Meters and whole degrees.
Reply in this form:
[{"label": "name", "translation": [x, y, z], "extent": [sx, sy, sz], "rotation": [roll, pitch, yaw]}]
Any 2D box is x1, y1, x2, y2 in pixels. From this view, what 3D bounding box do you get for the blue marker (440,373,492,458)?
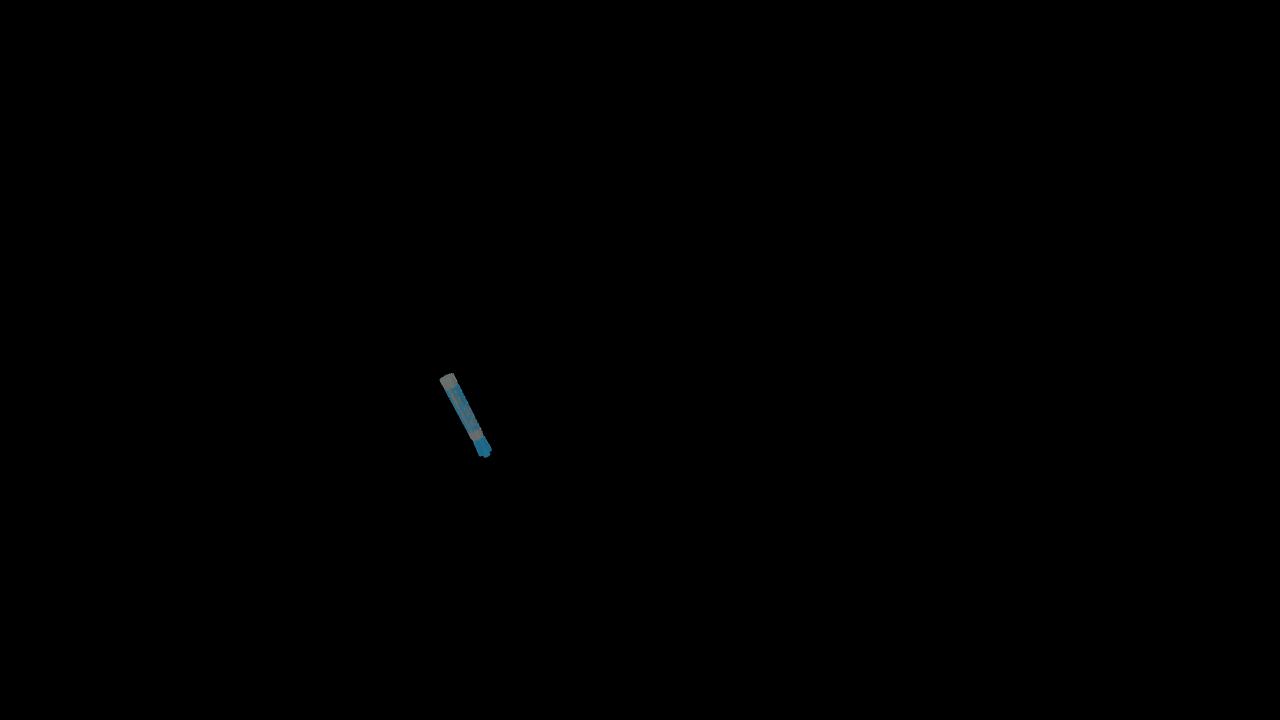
[{"label": "blue marker", "translation": [-0.223, 0.074, 0.795], "extent": [0.020, 0.121, 0.020], "rotation": [-20, 18, 7]}]
